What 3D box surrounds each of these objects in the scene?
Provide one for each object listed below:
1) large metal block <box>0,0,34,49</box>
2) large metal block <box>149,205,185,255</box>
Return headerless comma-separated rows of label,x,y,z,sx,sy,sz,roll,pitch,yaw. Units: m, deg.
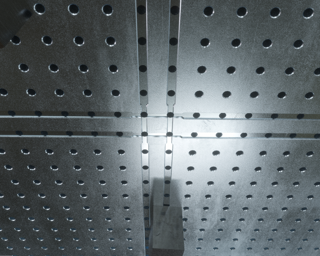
large metal block,-0.171,-0.115,0.276,0.050,0.080,0.080,-18,128,15
large metal block,0.009,0.193,0.540,0.050,0.080,0.080,5,130,-4
